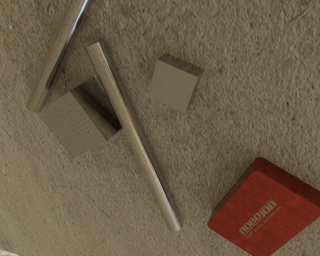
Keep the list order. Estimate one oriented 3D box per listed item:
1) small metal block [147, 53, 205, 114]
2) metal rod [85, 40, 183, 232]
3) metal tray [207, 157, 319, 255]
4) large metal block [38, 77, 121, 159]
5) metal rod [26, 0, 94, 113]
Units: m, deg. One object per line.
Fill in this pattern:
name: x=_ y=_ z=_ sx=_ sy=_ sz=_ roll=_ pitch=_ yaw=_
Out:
small metal block: x=0.018 y=-0.053 z=0.364 sx=0.050 sy=0.025 sz=0.050 roll=26 pitch=127 yaw=11
metal rod: x=-0.028 y=0.025 z=0.435 sx=0.025 sy=0.025 sz=0.299 roll=-9 pitch=114 yaw=32
metal tray: x=0.131 y=0.109 z=0.402 sx=0.090 sy=0.030 sz=0.129 roll=32 pitch=128 yaw=7
large metal block: x=-0.110 y=-0.013 z=0.439 sx=0.080 sy=0.050 sz=0.080 roll=-25 pitch=105 yaw=36
metal rod: x=-0.119 y=-0.120 z=0.393 sx=0.025 sy=0.025 sz=0.298 roll=42 pitch=129 yaw=-1
